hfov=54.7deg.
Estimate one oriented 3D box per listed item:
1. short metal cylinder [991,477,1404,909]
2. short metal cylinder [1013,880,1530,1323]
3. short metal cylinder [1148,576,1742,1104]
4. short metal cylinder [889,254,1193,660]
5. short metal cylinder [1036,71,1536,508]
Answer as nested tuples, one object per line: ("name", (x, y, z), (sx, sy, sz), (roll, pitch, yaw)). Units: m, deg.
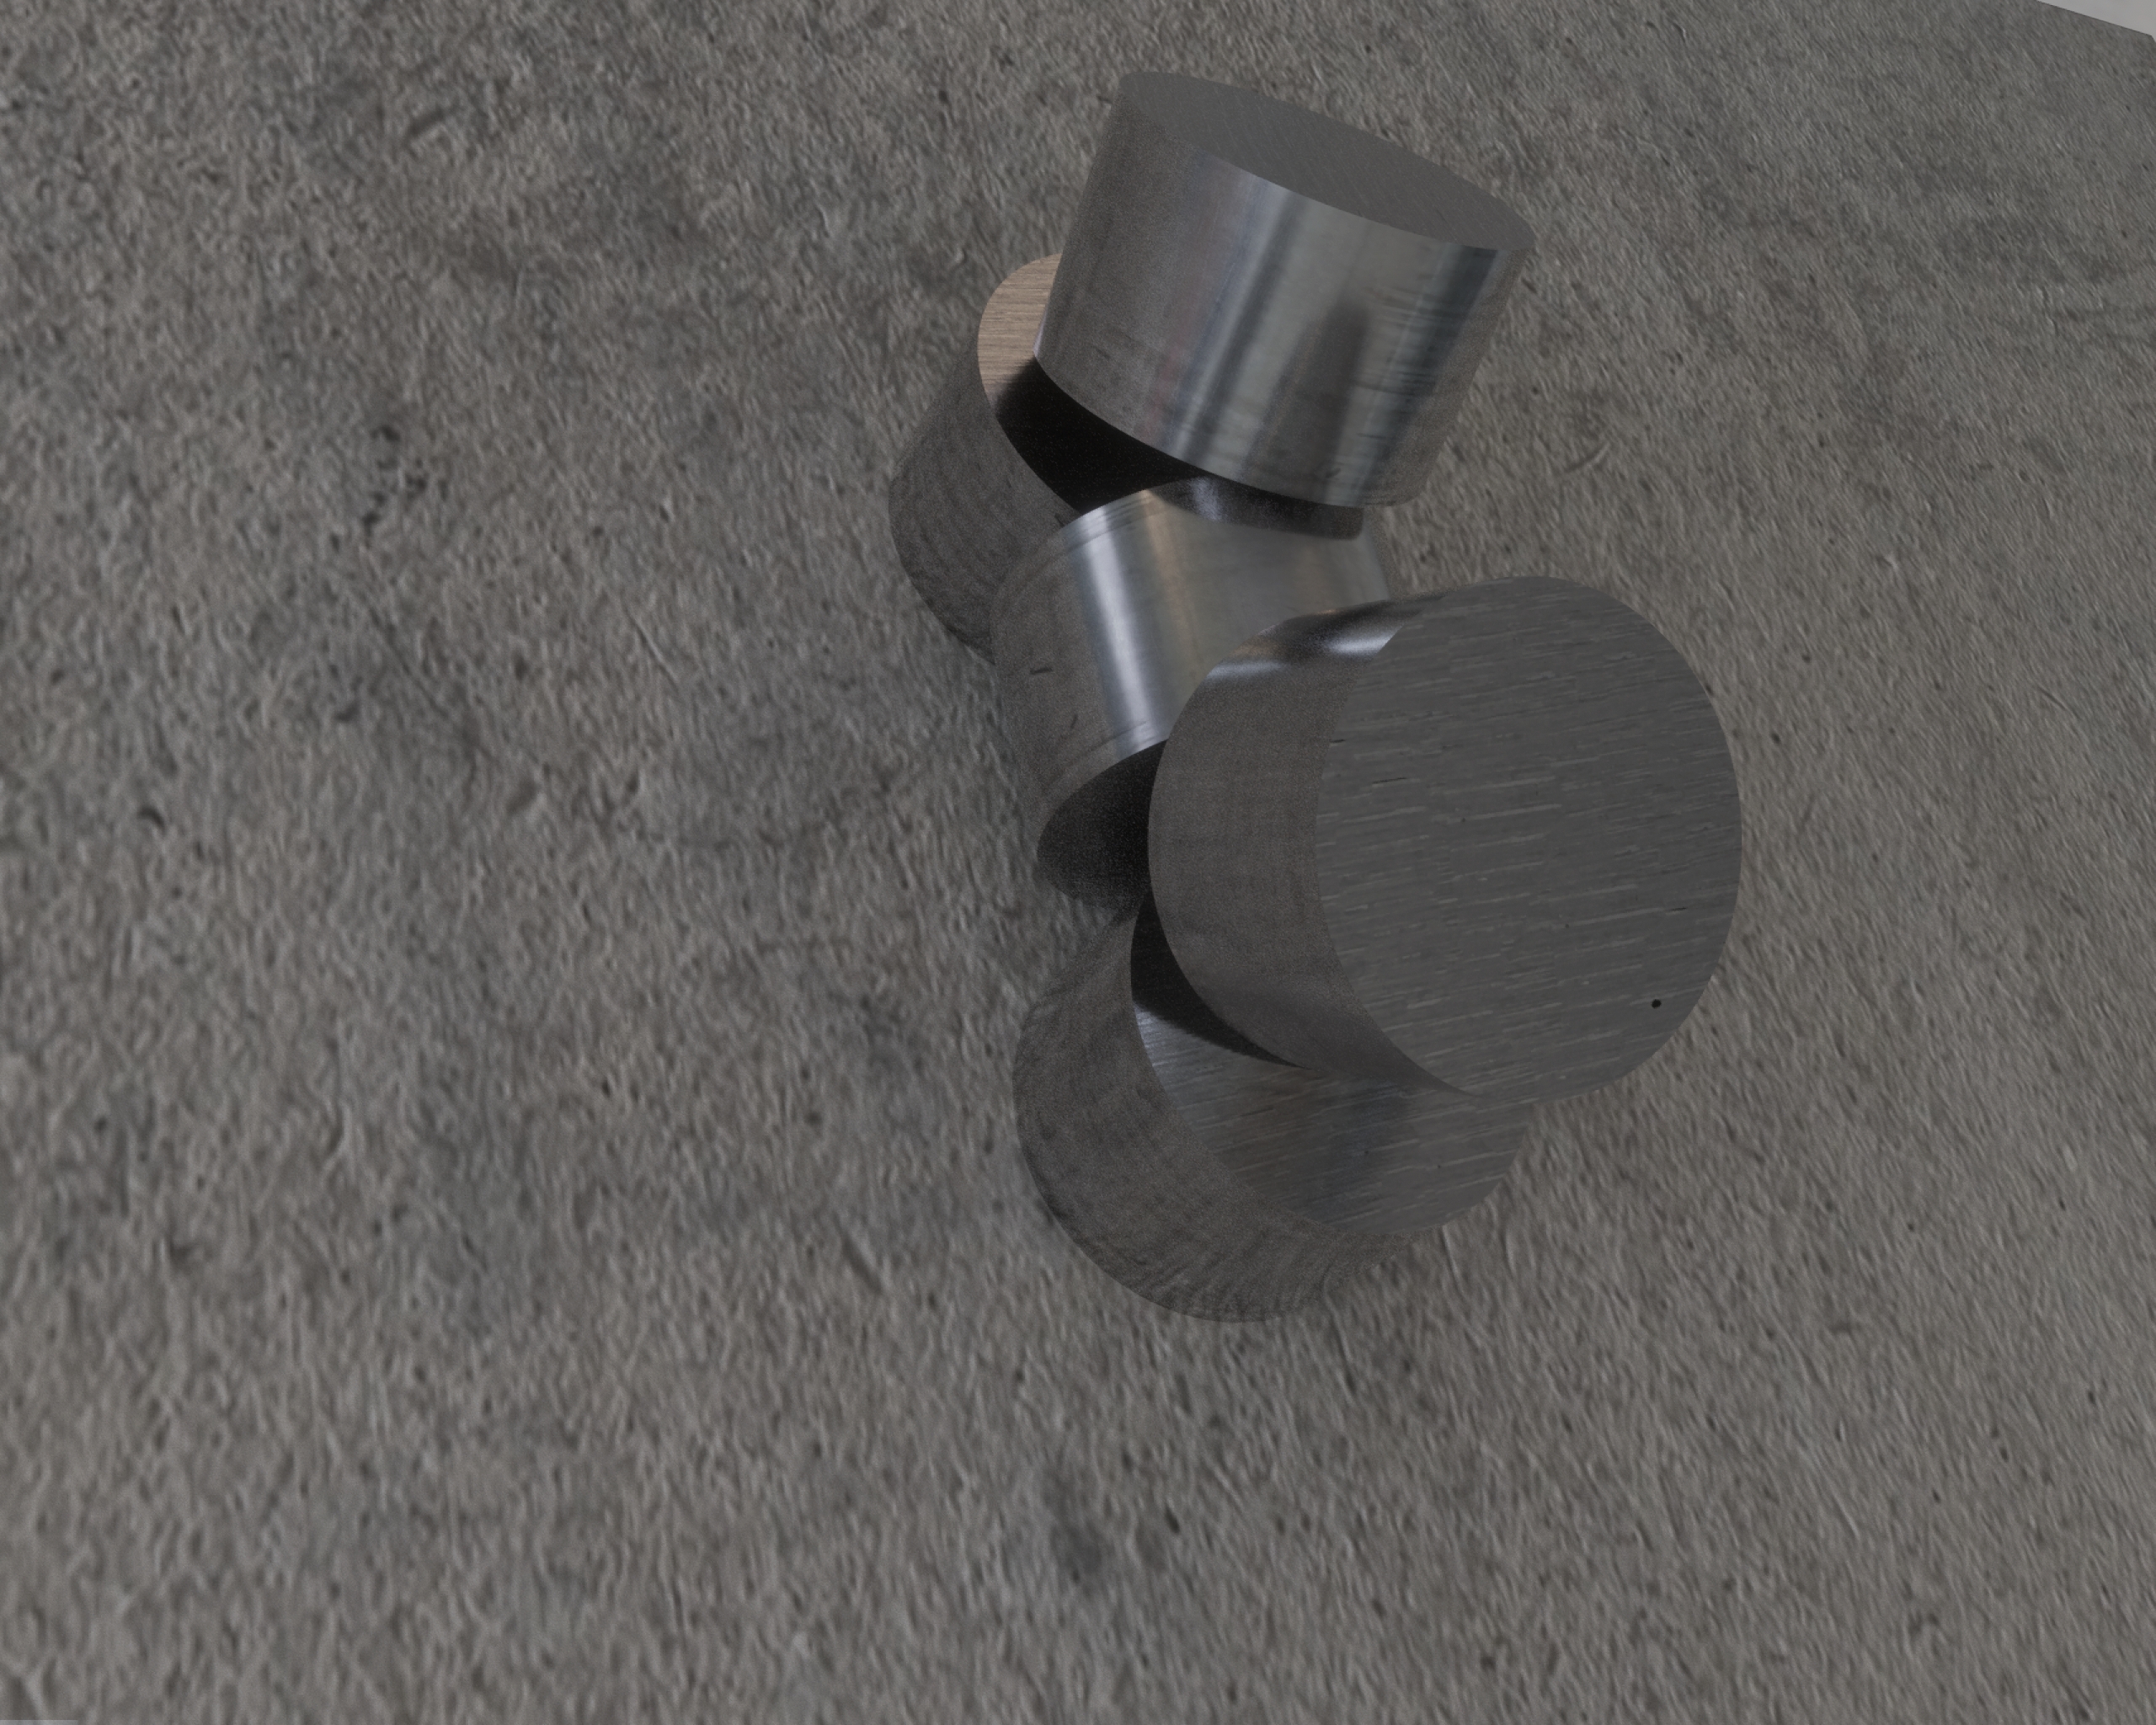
("short metal cylinder", (0.027, -0.030, 0.401), (0.081, 0.080, 0.050), (1, 61, -28))
("short metal cylinder", (0.035, 0.038, 0.383), (0.081, 0.050, 0.080), (14, 56, -21))
("short metal cylinder", (0.059, -0.004, 0.337), (0.081, 0.050, 0.080), (0, 90, -27))
("short metal cylinder", (0.007, -0.081, 0.441), (0.081, 0.050, 0.080), (14, 56, -21))
("short metal cylinder", (0.038, -0.108, 0.390), (0.080, 0.050, 0.080), (16, 30, -9))
